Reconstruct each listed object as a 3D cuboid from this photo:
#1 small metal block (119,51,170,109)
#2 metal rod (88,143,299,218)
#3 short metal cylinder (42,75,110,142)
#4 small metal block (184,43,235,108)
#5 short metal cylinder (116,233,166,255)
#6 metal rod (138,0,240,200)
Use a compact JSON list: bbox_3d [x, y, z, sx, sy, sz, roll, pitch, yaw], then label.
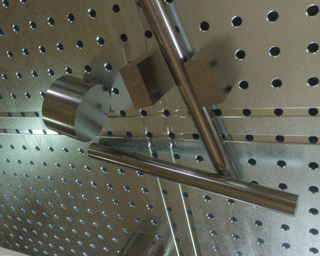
[{"bbox_3d":[-0.017,-0.057,0.368,0.025,0.050,0.050,-8,114,32],"label":"small metal block"},{"bbox_3d":[0.022,0.060,0.413,0.300,0.025,0.025,11,124,30],"label":"metal rod"},{"bbox_3d":[-0.110,-0.026,0.418,0.050,0.080,0.079,18,126,18],"label":"short metal cylinder"},{"bbox_3d":[0.054,-0.057,0.331,0.025,0.050,0.050,-12,113,33],"label":"small metal block"},{"bbox_3d":[-0.035,0.238,0.561,0.080,0.050,0.079,13,124,21],"label":"short metal cylinder"},{"bbox_3d":[0.038,-0.040,0.366,0.025,0.025,0.299,-14,112,34],"label":"metal rod"}]
